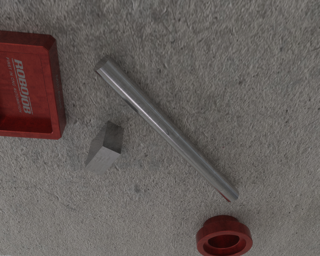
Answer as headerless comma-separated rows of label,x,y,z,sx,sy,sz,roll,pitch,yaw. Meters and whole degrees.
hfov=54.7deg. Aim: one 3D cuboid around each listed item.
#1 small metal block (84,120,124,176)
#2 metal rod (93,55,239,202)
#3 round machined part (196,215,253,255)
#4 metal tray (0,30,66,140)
small metal block,-0.074,0.027,0.413,0.025,0.050,0.050,28,125,-22
metal rod,0.026,0.018,0.422,0.025,0.025,0.300,-30,124,23
round machined part,0.115,0.195,0.564,0.099,0.042,0.097,0,130,0
metal tray,-0.165,-0.046,0.363,0.091,0.030,0.129,4,130,-4
